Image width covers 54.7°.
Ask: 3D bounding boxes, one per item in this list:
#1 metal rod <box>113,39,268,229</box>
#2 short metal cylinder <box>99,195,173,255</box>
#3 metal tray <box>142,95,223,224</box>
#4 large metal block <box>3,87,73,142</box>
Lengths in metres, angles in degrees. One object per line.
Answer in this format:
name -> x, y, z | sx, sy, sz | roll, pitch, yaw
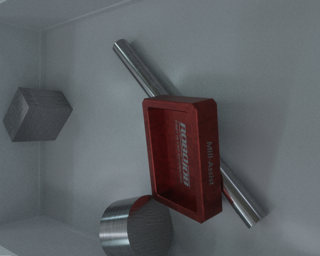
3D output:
metal rod -> 0.022, -0.011, 0.386 | 0.025, 0.025, 0.300 | -51, 61, 28
short metal cylinder -> -0.029, 0.129, 0.393 | 0.050, 0.081, 0.080 | -20, 77, 38
metal tray -> 0.024, 0.030, 0.351 | 0.090, 0.030, 0.129 | 12, 112, 51
large metal block -> -0.214, -0.022, 0.544 | 0.080, 0.081, 0.050 | -52, 60, 27
